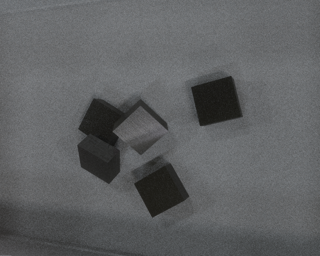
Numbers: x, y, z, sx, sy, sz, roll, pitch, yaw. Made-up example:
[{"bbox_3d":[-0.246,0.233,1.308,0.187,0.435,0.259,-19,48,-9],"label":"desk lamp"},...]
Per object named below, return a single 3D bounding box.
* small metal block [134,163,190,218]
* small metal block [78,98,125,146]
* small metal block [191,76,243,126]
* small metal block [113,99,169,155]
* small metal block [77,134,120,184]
[{"bbox_3d":[0.002,0.082,0.409,0.050,0.025,0.050,-32,80,16],"label":"small metal block"},{"bbox_3d":[-0.079,-0.007,0.437,0.050,0.025,0.050,32,100,17],"label":"small metal block"},{"bbox_3d":[0.071,-0.032,0.385,0.050,0.025,0.050,-14,86,19],"label":"small metal block"},{"bbox_3d":[-0.025,-0.001,0.406,0.050,0.025,0.050,-42,111,15],"label":"small metal block"},{"bbox_3d":[-0.083,0.043,0.424,0.050,0.025,0.050,27,140,17],"label":"small metal block"}]
